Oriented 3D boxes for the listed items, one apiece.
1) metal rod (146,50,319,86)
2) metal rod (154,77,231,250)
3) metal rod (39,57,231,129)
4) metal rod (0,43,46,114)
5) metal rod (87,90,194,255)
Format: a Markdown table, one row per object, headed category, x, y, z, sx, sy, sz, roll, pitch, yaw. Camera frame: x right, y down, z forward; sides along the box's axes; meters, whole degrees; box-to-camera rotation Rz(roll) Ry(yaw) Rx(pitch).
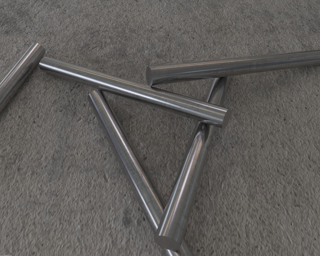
| category | x | y | z | sx | sy | sz | roll | pitch | yaw |
| --- | --- | --- | --- | --- | --- | --- | --- | --- | --- |
| metal rod | 0.126 | -0.091 | 0.449 | 0.302 | 0.025 | 0.025 | -10 | 50 | -21 |
| metal rod | 0.054 | 0.005 | 0.381 | 0.025 | 0.025 | 0.301 | 15 | 46 | 12 |
| metal rod | -0.051 | -0.055 | 0.421 | 0.300 | 0.025 | 0.025 | 19 | 52 | 26 |
| metal rod | -0.232 | -0.018 | 0.416 | 0.025 | 0.025 | 0.300 | 9 | 51 | 8 |
| metal rod | -0.024 | 0.058 | 0.353 | 0.025 | 0.025 | 0.300 | -21 | 53 | -17 |
